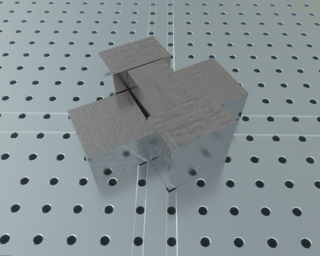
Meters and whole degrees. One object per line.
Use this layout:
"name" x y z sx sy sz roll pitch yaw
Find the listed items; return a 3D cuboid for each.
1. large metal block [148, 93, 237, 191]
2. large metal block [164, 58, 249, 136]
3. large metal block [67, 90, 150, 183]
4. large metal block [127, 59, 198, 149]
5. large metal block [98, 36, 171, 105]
"large metal block" 0.034 0.016 0.358 0.081 0.080 0.050 -22 54 -19
"large metal block" 0.059 -0.042 0.427 0.081 0.050 0.080 -23 56 -18
"large metal block" -0.059 0.008 0.386 0.081 0.050 0.080 -21 53 -17
"large metal block" 0.001 -0.027 0.395 0.050 0.080 0.080 -23 54 -18
"large metal block" -0.033 -0.070 0.430 0.081 0.080 0.050 -22 53 -18
